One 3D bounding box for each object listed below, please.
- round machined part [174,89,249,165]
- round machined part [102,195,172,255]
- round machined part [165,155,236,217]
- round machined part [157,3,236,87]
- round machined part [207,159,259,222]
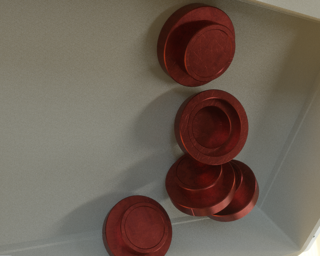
[{"bbox_3d":[0.065,-0.001,0.417,0.099,0.042,0.097,0,90,-18],"label":"round machined part"},{"bbox_3d":[-0.028,0.142,0.433,0.099,0.098,0.042,-5,156,-26],"label":"round machined part"},{"bbox_3d":[0.055,0.070,0.435,0.099,0.098,0.042,-29,134,-10],"label":"round machined part"},{"bbox_3d":[0.050,-0.094,0.368,0.099,0.042,0.097,-14,125,-21],"label":"round machined part"},{"bbox_3d":[0.096,0.087,0.469,0.098,0.098,0.042,-37,132,-4],"label":"round machined part"}]
